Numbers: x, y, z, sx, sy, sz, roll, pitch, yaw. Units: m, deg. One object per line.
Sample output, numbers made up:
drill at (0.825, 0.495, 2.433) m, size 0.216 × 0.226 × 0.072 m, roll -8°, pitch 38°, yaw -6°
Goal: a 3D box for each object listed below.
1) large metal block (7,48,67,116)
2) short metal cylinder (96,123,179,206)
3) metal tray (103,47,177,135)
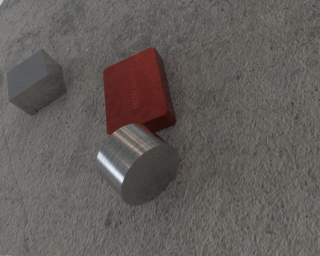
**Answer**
large metal block at (-0.221, -0.082, 0.554) m, size 0.080 × 0.050 × 0.080 m, roll -32°, pitch 52°, yaw 7°
short metal cylinder at (-0.025, 0.041, 0.356) m, size 0.080 × 0.080 × 0.050 m, roll -49°, pitch 51°, yaw -6°
metal tray at (-0.033, -0.049, 0.448) m, size 0.090 × 0.030 × 0.130 m, roll -21°, pitch 54°, yaw 15°
